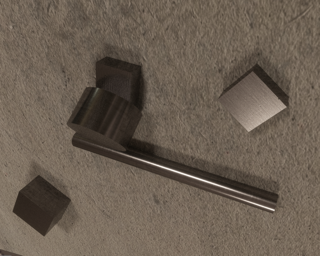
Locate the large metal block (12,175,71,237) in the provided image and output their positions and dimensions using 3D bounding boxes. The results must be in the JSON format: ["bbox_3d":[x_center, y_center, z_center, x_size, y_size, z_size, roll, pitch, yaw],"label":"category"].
[{"bbox_3d":[-0.231,0.152,0.603,0.080,0.050,0.080,37,129,3],"label":"large metal block"}]

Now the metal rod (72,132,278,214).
[{"bbox_3d":[0.008,0.056,0.436,0.301,0.025,0.025,16,125,18],"label":"metal rod"}]

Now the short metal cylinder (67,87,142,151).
[{"bbox_3d":[-0.070,-0.010,0.395,0.080,0.050,0.080,22,165,6],"label":"short metal cylinder"}]

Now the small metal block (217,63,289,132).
[{"bbox_3d":[0.100,-0.032,0.334,0.050,0.025,0.050,45,129,-4],"label":"small metal block"}]

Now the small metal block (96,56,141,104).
[{"bbox_3d":[-0.054,-0.059,0.397,0.050,0.025,0.050,19,126,17],"label":"small metal block"}]
